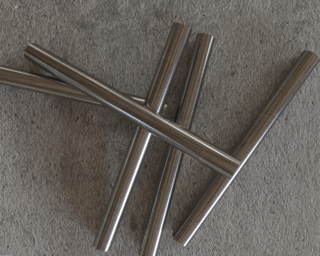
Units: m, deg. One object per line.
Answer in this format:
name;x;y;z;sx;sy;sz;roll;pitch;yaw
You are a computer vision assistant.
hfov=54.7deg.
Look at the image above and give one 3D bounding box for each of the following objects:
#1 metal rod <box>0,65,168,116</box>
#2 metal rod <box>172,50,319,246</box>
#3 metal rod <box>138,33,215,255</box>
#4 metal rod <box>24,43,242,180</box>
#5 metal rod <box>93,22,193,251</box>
metal rod;-0.140;-0.055;0.408;0.302;0.025;0.025;13;90;0
metal rod;0.113;0.026;0.410;0.025;0.025;0.299;36;90;0
metal rod;0.022;0.023;0.409;0.025;0.025;0.298;15;90;0
metal rod;-0.045;-0.028;0.368;0.300;0.025;0.025;30;90;16
metal rod;-0.025;0.017;0.389;0.025;0.025;0.298;21;98;0
